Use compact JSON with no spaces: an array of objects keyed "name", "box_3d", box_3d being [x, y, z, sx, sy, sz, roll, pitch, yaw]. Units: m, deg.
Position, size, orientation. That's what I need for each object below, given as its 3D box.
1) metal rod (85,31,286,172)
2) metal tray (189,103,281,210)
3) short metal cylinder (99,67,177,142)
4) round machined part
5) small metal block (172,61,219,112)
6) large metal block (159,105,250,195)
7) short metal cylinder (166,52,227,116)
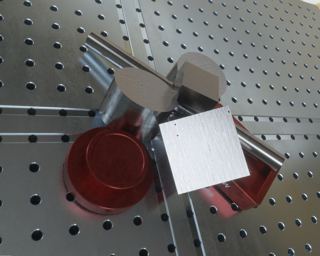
[{"name":"metal rod","box_3d":[0.029,-0.038,0.411,0.301,0.025,0.025,34,51,6]},{"name":"metal tray","box_3d":[0.098,0.037,0.431,0.130,0.030,0.090,45,51,3]},{"name":"short metal cylinder","box_3d":[-0.027,-0.029,0.377,0.080,0.050,0.080,22,35,-16]},{"name":"round machined part","box_3d":[-0.051,0.041,0.339,0.099,0.042,0.098,14,56,-21]},{"name":"small metal block","box_3d":[0.046,-0.051,0.392,0.050,0.025,0.050,23,45,-14]},{"name":"large metal block","box_3d":[0.050,0.026,0.365,0.080,0.050,0.080,-15,83,1]},{"name":"short metal cylinder","box_3d":[0.050,-0.064,0.454,0.081,0.050,0.080,14,56,-21]}]
